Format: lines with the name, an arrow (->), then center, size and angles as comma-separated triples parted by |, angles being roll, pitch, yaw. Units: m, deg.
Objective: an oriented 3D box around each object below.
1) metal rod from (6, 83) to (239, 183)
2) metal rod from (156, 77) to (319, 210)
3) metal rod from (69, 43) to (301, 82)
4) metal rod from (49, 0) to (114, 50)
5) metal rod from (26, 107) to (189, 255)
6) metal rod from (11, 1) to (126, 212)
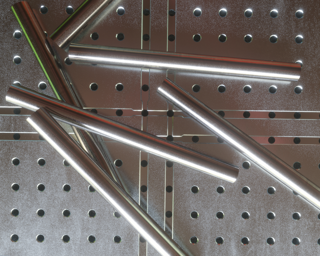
metal rod -> -0.041, 0.010, 0.395 | 0.301, 0.025, 0.025 | 21, 90, -7
metal rod -> 0.124, 0.030, 0.414 | 0.301, 0.025, 0.025 | 36, 90, 0
metal rod -> 0.033, -0.087, 0.413 | 0.302, 0.025, 0.025 | 5, 90, 0
metal rod -> -0.031, -0.218, 0.412 | 0.300, 0.025, 0.025 | -45, 90, 0
metal rod -> -0.047, 0.093, 0.387 | 0.025, 0.025, 0.300 | -42, 100, 0
metal rod -> -0.117, -0.028, 0.412 | 0.025, 0.025, 0.299 | -27, 90, 0
